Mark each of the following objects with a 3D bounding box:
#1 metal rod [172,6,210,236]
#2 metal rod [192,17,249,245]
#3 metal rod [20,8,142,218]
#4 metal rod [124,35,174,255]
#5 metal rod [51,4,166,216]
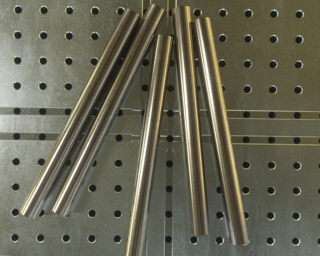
[{"bbox_3d":[0.042,-0.009,0.414,0.025,0.025,0.298,-5,90,0],"label":"metal rod"},{"bbox_3d":[0.081,0.004,0.414,0.025,0.025,0.299,-10,90,0],"label":"metal rod"},{"bbox_3d":[-0.104,-0.019,0.412,0.025,0.025,0.299,28,90,0],"label":"metal rod"},{"bbox_3d":[-0.015,0.027,0.413,0.025,0.025,0.298,8,90,0],"label":"metal rod"},{"bbox_3d":[-0.068,-0.024,0.413,0.025,0.025,0.299,26,90,0],"label":"metal rod"}]
